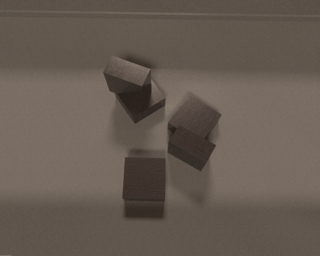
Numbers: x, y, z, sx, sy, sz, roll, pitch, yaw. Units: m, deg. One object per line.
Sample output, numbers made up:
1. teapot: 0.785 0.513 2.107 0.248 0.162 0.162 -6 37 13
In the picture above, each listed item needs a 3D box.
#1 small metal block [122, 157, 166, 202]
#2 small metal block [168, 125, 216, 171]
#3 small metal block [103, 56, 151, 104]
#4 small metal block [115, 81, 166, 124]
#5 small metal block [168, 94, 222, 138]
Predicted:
1. small metal block: -0.019 0.064 0.386 0.050 0.025 0.050 2 70 0
2. small metal block: 0.038 0.026 0.387 0.050 0.050 0.025 29 73 10
3. small metal block: -0.039 -0.060 0.391 0.050 0.050 0.025 21 72 7
4. small metal block: -0.028 -0.042 0.425 0.050 0.025 0.050 -33 74 -12
5. small metal block: 0.046 -0.008 0.413 0.050 0.025 0.050 34 73 11
